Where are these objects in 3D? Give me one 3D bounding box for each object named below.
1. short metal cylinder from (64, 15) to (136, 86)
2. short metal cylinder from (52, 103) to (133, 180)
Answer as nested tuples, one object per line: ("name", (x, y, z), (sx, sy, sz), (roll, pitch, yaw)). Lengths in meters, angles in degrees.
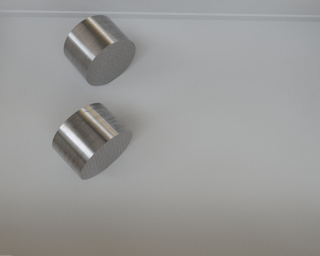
("short metal cylinder", (-0.080, -0.103, 0.417), (0.080, 0.080, 0.050), (-38, 75, -13))
("short metal cylinder", (-0.080, 0.016, 0.374), (0.080, 0.080, 0.050), (-43, 76, -14))
